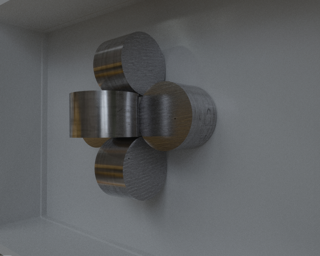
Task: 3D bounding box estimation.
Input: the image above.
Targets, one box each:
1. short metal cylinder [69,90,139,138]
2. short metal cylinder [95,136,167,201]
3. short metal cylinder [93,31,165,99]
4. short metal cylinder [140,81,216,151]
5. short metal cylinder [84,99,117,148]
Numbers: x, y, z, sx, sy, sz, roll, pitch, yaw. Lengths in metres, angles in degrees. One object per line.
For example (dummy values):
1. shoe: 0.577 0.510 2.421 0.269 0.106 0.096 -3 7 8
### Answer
1. short metal cylinder: -0.065 -0.014 0.365 0.080 0.081 0.050 -1 89 40
2. short metal cylinder: -0.036 0.050 0.398 0.050 0.081 0.080 -2 89 39
3. short metal cylinder: -0.038 -0.079 0.400 0.050 0.081 0.080 -2 89 39
4. short metal cylinder: 0.020 -0.014 0.372 0.080 0.050 0.080 0 90 40
5. short metal cylinder: -0.073 -0.013 0.449 0.080 0.050 0.080 0 90 40
